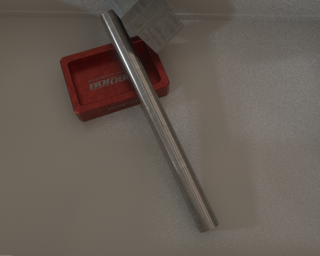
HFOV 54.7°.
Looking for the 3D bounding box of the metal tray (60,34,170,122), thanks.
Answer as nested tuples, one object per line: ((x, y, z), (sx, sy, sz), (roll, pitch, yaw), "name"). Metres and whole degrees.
((-0.062, -0.072, 0.432), (0.131, 0.030, 0.090), (-18, 71, -7), "metal tray")

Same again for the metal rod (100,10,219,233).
((-0.004, -0.015, 0.389), (0.025, 0.025, 0.299), (-24, 82, -9), "metal rod")

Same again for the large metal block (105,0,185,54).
((-0.025, -0.154, 0.396), (0.050, 0.080, 0.080), (-43, 56, 12), "large metal block")
